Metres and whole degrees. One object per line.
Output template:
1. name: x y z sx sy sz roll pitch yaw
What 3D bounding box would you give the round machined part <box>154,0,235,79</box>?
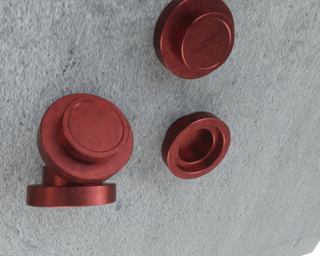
1. round machined part: 0.046 -0.102 0.358 0.099 0.042 0.097 -14 124 -21

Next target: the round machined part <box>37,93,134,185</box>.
1. round machined part: -0.072 0.006 0.321 0.099 0.098 0.042 4 153 -30

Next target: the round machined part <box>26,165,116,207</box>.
1. round machined part: -0.100 0.064 0.358 0.099 0.098 0.042 4 81 -31

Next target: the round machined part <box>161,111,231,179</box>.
1. round machined part: 0.046 0.020 0.433 0.099 0.042 0.097 -14 124 -21
